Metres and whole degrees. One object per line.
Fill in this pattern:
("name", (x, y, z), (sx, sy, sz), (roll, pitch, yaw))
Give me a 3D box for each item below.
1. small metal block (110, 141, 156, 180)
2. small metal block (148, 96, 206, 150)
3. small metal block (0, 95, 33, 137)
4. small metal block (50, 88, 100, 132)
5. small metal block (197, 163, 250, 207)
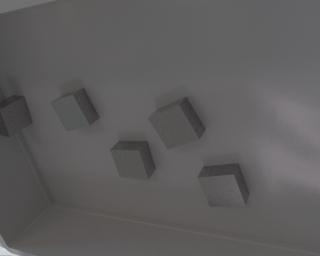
("small metal block", (-0.039, 0.047, 0.459), (0.050, 0.025, 0.050), (-1, 118, 28))
("small metal block", (0.022, -0.005, 0.394), (0.050, 0.025, 0.050), (-22, 107, 36))
("small metal block", (-0.244, -0.020, 0.509), (0.025, 0.050, 0.050), (9, 123, 23))
("small metal block", (-0.126, -0.026, 0.459), (0.050, 0.025, 0.050), (-12, 112, 33))
("small metal block", (0.085, 0.077, 0.411), (0.050, 0.025, 0.050), (-11, 113, 33))
